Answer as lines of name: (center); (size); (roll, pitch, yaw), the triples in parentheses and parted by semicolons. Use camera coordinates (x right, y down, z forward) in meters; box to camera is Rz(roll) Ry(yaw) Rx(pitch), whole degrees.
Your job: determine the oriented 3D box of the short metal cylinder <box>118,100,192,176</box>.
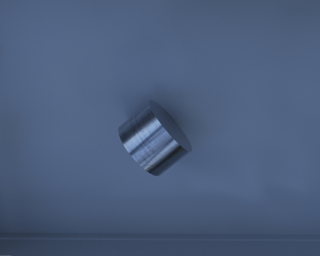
short metal cylinder: (-0.005, 0.012, 0.384); (0.050, 0.080, 0.080); (-40, 106, 13)
